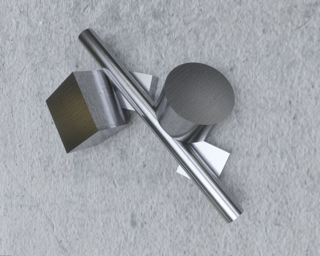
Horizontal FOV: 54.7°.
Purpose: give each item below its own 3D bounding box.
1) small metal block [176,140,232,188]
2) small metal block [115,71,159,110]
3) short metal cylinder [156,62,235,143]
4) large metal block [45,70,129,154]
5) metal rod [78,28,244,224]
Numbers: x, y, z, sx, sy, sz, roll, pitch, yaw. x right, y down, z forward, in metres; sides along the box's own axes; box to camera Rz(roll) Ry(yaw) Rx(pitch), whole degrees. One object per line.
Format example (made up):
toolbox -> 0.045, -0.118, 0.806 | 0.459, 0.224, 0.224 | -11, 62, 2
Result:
small metal block -> 0.056, 0.043, 0.390 | 0.050, 0.025, 0.050 | 26, 98, 17
small metal block -> -0.034, -0.049, 0.421 | 0.050, 0.025, 0.050 | 13, 94, 19
short metal cylinder -> 0.039, -0.029, 0.361 | 0.081, 0.050, 0.080 | 5, 64, -11
large metal block -> -0.099, -0.021, 0.413 | 0.080, 0.050, 0.080 | -31, 80, 41
metal rod -> -0.007, -0.012, 0.385 | 0.025, 0.025, 0.300 | -43, 77, 15
